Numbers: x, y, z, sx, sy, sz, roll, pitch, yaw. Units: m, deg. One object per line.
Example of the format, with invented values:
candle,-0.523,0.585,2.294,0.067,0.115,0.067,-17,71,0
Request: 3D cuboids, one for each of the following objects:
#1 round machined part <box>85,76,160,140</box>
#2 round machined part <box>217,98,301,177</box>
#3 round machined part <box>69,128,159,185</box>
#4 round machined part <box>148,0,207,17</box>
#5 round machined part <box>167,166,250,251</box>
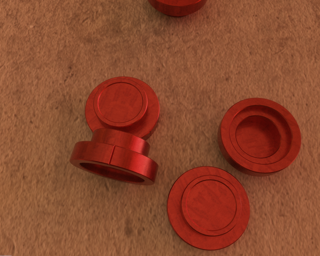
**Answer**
round machined part,-0.050,-0.026,0.408,0.099,0.042,0.098,0,70,-1
round machined part,0.122,0.014,0.396,0.099,0.042,0.098,0,70,-1
round machined part,-0.049,0.032,0.357,0.099,0.098,0.042,13,71,4
round machined part,0.026,-0.211,0.477,0.099,0.042,0.098,0,70,-1
round machined part,0.057,0.093,0.366,0.099,0.042,0.098,0,70,-1
